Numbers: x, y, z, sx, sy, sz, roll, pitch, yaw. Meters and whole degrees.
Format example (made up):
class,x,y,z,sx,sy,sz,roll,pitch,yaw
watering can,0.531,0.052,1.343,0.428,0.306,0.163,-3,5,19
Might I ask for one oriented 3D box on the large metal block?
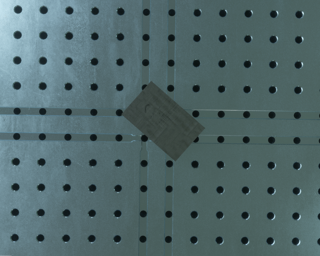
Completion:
class,x,y,z,sx,sy,sz,roll,pitch,yaw
large metal block,0.004,-0.008,0.386,0.080,0.080,0.050,41,90,-1
